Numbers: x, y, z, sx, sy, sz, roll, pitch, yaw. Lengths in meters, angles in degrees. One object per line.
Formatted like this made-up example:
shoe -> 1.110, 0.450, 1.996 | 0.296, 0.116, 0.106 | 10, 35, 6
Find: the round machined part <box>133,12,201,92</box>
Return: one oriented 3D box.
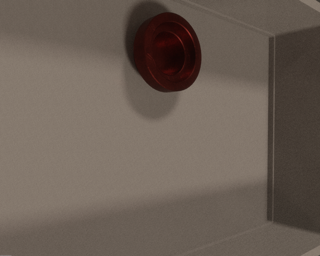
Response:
round machined part -> 0.005, -0.095, 0.402 | 0.099, 0.042, 0.097 | 0, 90, -40
